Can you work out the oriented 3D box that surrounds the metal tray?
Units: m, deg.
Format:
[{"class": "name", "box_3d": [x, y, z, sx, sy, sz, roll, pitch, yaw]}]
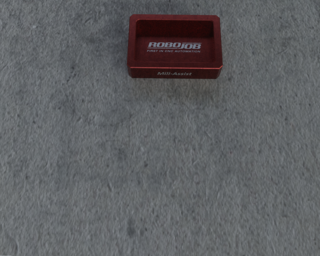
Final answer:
[{"class": "metal tray", "box_3d": [0.021, -0.118, 0.448, 0.131, 0.030, 0.090, 1, 70, 0]}]
